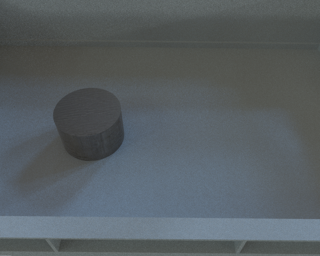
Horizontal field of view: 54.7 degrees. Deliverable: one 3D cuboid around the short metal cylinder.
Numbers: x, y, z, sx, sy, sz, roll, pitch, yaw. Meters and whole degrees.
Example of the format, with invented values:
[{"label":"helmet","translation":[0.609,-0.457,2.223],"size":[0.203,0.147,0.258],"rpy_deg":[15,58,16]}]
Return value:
[{"label":"short metal cylinder","translation":[-0.088,-0.005,0.392],"size":[0.081,0.050,0.080],"rpy_deg":[0,50,0]}]
